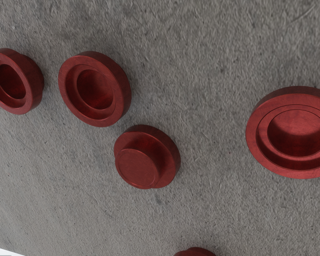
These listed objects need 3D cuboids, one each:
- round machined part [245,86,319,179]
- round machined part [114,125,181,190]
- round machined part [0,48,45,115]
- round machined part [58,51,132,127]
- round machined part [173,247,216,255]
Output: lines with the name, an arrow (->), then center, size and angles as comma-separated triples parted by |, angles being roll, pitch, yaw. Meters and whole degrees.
round machined part -> 0.143, 0.001, 0.321 | 0.098, 0.042, 0.097 | 13, 124, 21
round machined part -> -0.024, 0.048, 0.438 | 0.098, 0.042, 0.097 | 13, 124, 21
round machined part -> -0.215, -0.072, 0.465 | 0.098, 0.042, 0.097 | 13, 124, 21
round machined part -> -0.080, -0.053, 0.405 | 0.098, 0.042, 0.097 | 13, 124, 21
round machined part -> 0.065, 0.235, 0.507 | 0.098, 0.042, 0.097 | 13, 124, 21
